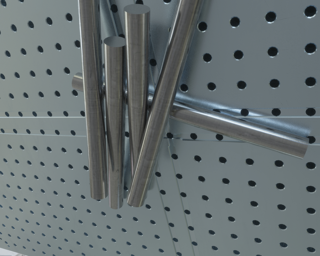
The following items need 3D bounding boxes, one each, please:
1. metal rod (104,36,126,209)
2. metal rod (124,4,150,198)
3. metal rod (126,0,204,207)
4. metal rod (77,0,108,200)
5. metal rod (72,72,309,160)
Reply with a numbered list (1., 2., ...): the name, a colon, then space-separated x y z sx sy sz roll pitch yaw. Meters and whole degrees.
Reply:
1. metal rod: -0.061 0.018 0.429 0.025 0.025 0.298 21 134 15
2. metal rod: -0.027 -0.003 0.393 0.025 0.025 0.298 19 135 17
3. metal rod: 0.003 -0.028 0.361 0.025 0.025 0.298 23 117 14
4. metal rod: -0.084 -0.043 0.393 0.025 0.025 0.298 10 113 22
5. metal rod: 0.023 -0.021 0.385 0.301 0.025 0.025 18 125 17
